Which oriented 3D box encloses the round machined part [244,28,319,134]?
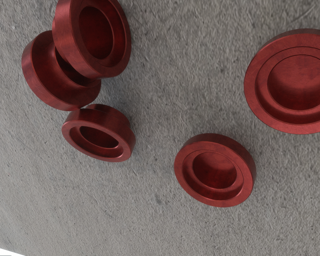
[{"bbox_3d":[0.134,-0.046,0.296,0.098,0.042,0.097,13,124,21],"label":"round machined part"}]

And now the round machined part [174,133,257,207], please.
[{"bbox_3d":[0.071,0.048,0.388,0.098,0.042,0.097,13,124,21],"label":"round machined part"}]

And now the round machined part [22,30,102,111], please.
[{"bbox_3d":[-0.108,-0.073,0.372,0.042,0.098,0.098,-21,107,36],"label":"round machined part"}]

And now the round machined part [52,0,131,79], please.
[{"bbox_3d":[-0.077,-0.102,0.338,0.042,0.098,0.097,-3,117,30],"label":"round machined part"}]

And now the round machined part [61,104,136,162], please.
[{"bbox_3d":[-0.080,0.004,0.425,0.098,0.042,0.098,13,147,9],"label":"round machined part"}]
